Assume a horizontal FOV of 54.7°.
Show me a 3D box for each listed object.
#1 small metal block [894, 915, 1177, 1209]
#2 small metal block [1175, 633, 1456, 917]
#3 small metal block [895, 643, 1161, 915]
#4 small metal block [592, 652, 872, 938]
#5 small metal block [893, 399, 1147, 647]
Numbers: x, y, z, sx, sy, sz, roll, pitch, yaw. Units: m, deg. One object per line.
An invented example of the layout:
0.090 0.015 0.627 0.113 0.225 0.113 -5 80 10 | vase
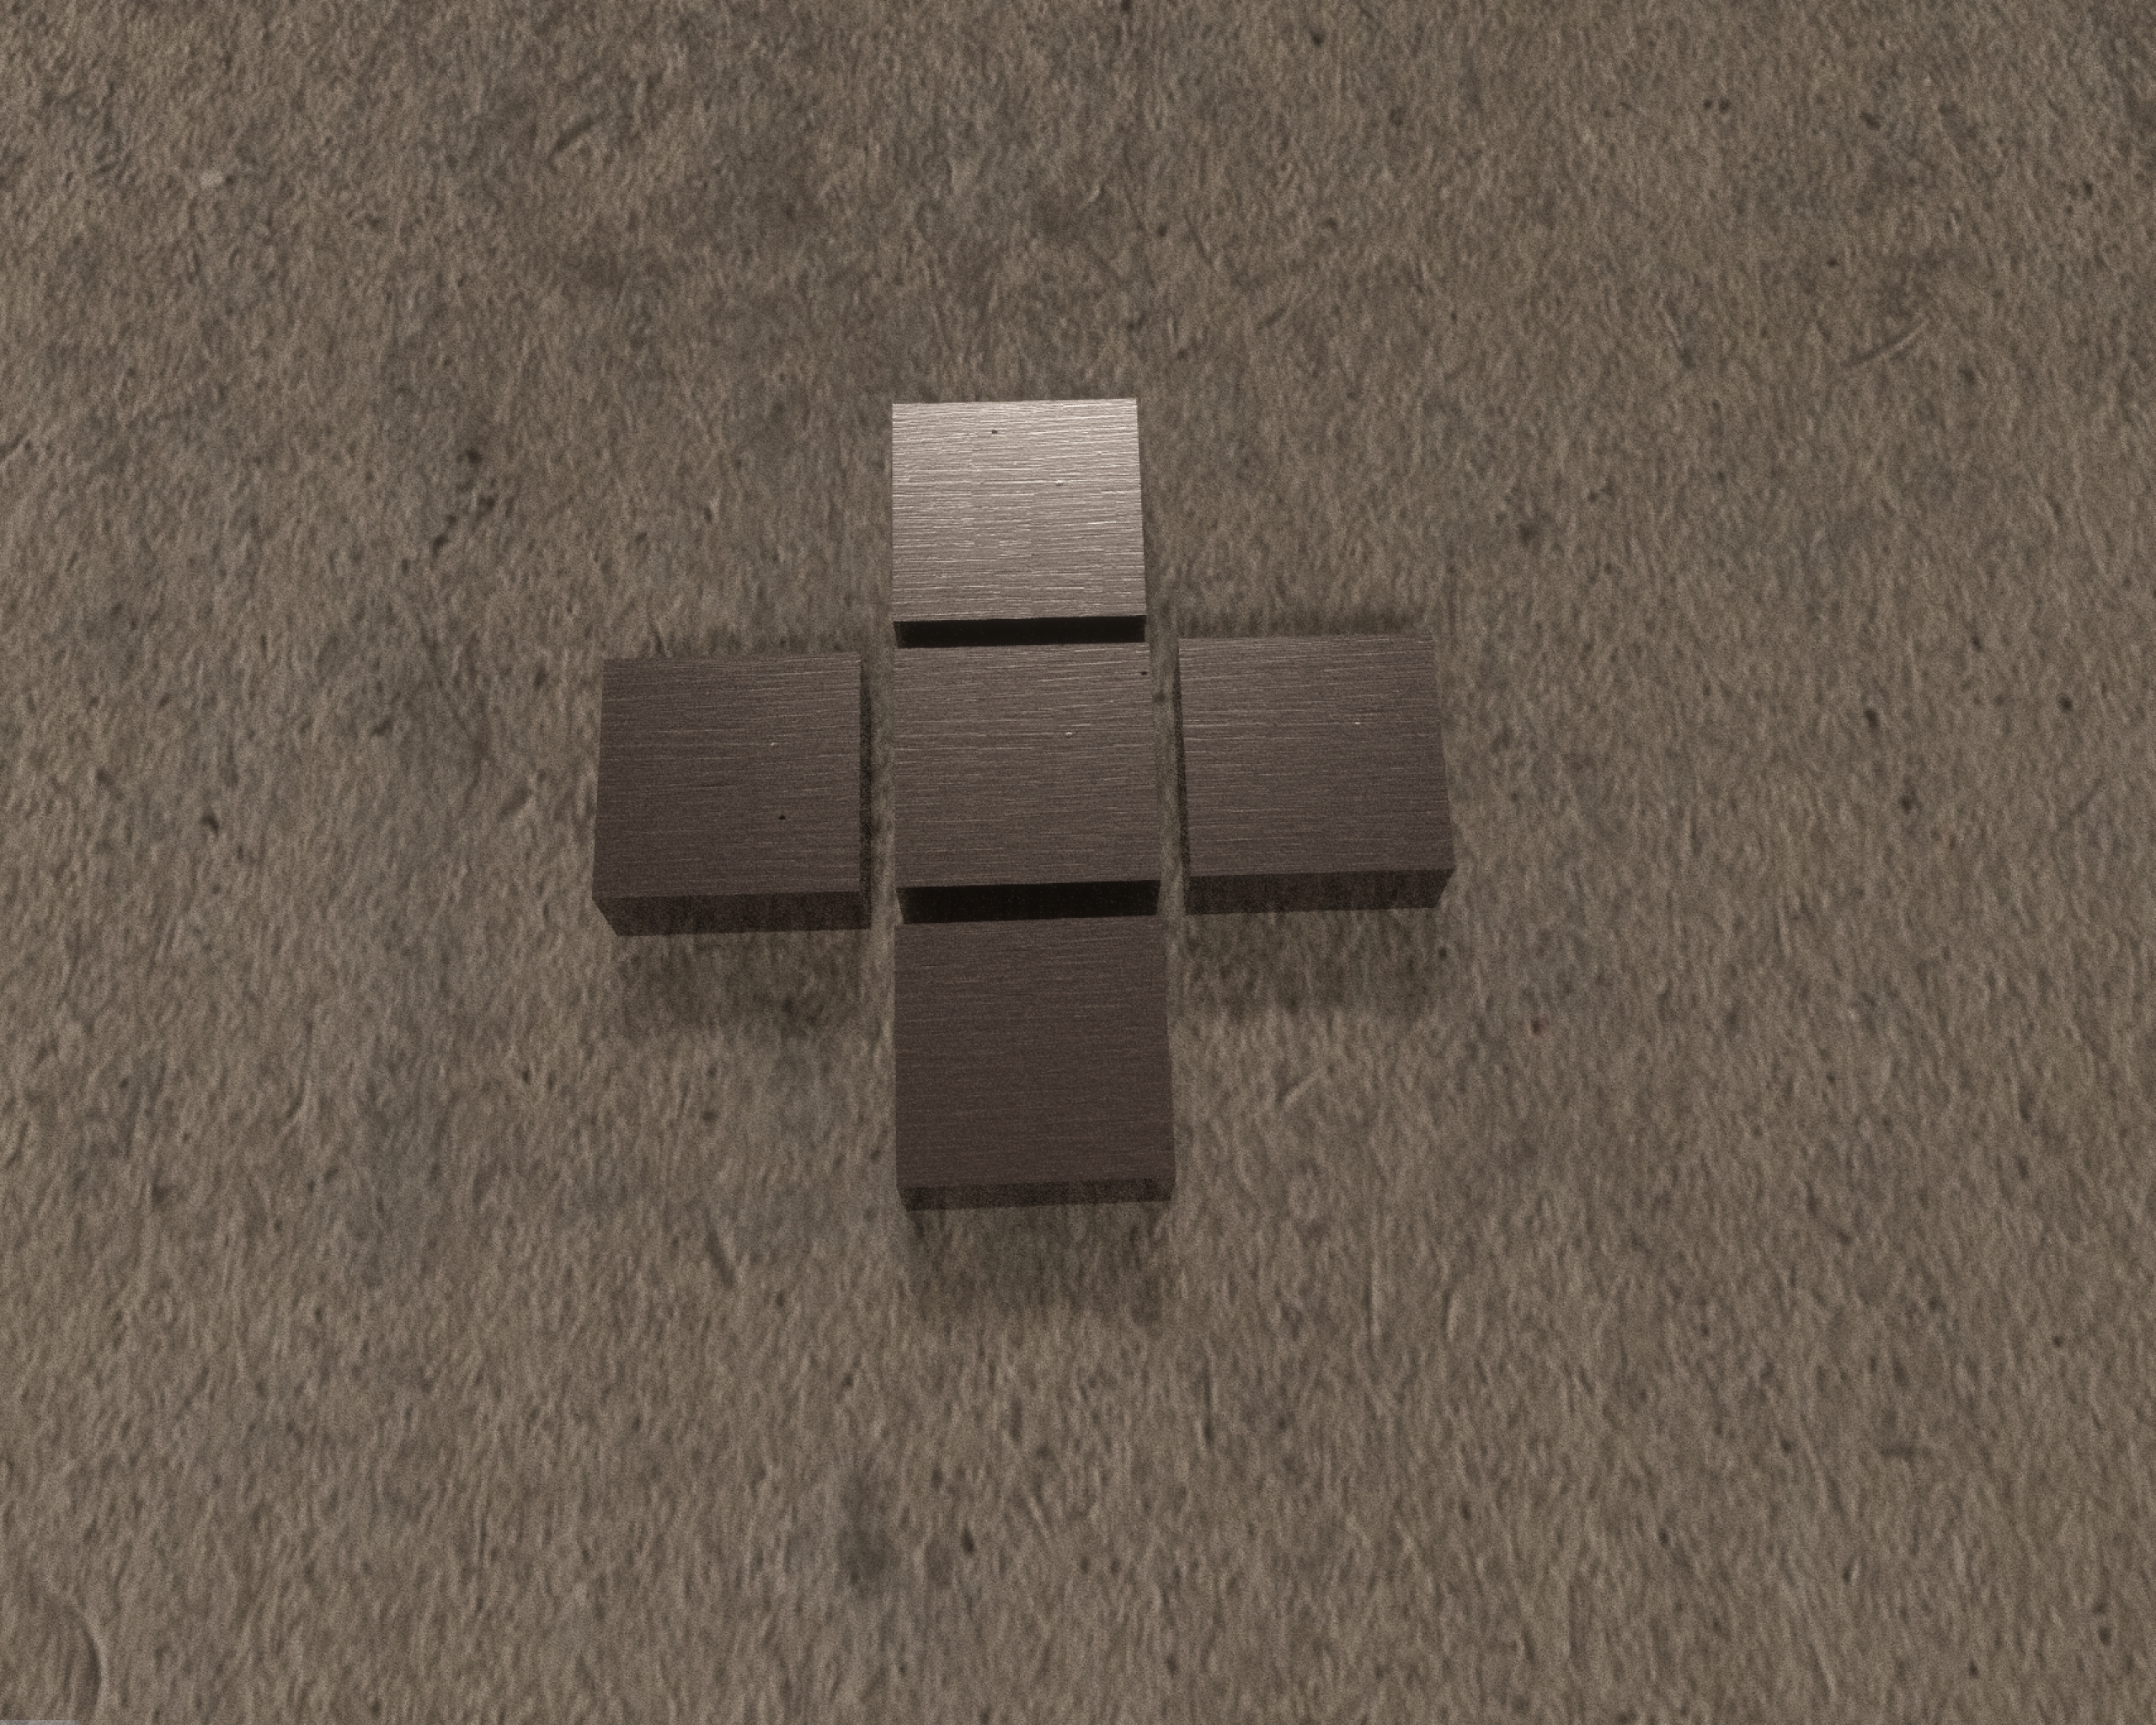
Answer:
-0.008 0.038 0.395 0.050 0.025 0.050 -2 70 -1 | small metal block
0.046 -0.017 0.416 0.050 0.025 0.050 -2 70 -1 | small metal block
-0.010 -0.015 0.415 0.050 0.025 0.050 -2 70 -1 | small metal block
-0.067 -0.013 0.413 0.050 0.025 0.050 -2 70 -1 | small metal block
-0.012 -0.068 0.434 0.050 0.025 0.050 -2 70 -1 | small metal block
